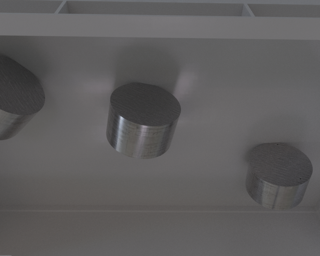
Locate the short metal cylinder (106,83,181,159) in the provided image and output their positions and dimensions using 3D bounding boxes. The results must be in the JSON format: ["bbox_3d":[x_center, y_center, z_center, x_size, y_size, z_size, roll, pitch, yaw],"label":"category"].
[{"bbox_3d":[-0.020,-0.010,0.364,0.081,0.080,0.050,9,130,-8],"label":"short metal cylinder"}]

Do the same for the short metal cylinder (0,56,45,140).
[{"bbox_3d":[-0.178,-0.033,0.343,0.080,0.080,0.050,37,121,-27],"label":"short metal cylinder"}]

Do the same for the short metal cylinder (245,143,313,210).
[{"bbox_3d":[0.163,0.066,0.430,0.080,0.080,0.050,-3,130,2],"label":"short metal cylinder"}]
